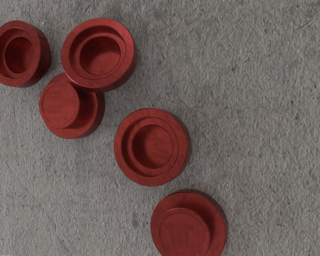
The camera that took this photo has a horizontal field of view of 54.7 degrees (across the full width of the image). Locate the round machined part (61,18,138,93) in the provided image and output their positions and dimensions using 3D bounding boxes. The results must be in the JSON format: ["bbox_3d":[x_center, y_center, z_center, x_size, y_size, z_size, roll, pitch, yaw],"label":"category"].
[{"bbox_3d":[-0.078,-0.094,0.418,0.098,0.042,0.098,-2,78,8],"label":"round machined part"}]

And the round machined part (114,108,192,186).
[{"bbox_3d":[-0.007,0.023,0.402,0.098,0.042,0.097,0,90,20],"label":"round machined part"}]

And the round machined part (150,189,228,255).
[{"bbox_3d":[0.033,0.129,0.388,0.098,0.042,0.097,0,90,20],"label":"round machined part"}]

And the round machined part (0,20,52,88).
[{"bbox_3d":[-0.208,-0.110,0.473,0.098,0.042,0.097,0,90,20],"label":"round machined part"}]

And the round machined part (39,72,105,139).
[{"bbox_3d":[-0.133,-0.033,0.447,0.098,0.042,0.097,0,90,20],"label":"round machined part"}]
